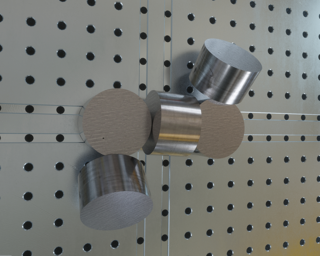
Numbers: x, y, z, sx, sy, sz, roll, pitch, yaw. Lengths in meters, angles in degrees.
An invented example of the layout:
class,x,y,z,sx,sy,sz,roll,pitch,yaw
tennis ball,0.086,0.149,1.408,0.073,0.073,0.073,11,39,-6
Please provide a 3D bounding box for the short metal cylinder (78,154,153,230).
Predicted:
class,x,y,z,sx,sy,sz,roll,pitch,yaw
short metal cylinder,-0.052,0.076,0.359,0.081,0.050,0.080,-10,137,-9

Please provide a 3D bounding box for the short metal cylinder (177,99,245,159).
class,x,y,z,sx,sy,sz,roll,pitch,yaw
short metal cylinder,0.067,0.000,0.425,0.081,0.050,0.079,0,90,-21

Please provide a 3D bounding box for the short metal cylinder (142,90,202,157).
class,x,y,z,sx,sy,sz,roll,pitch,yaw
short metal cylinder,0.011,-0.005,0.388,0.050,0.080,0.080,5,88,-20

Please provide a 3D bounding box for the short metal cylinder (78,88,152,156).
class,x,y,z,sx,sy,sz,roll,pitch,yaw
short metal cylinder,-0.056,-0.006,0.378,0.081,0.050,0.079,0,90,-21

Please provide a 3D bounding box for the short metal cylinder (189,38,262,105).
class,x,y,z,sx,sy,sz,roll,pitch,yaw
short metal cylinder,0.085,-0.075,0.409,0.081,0.080,0.050,9,129,-20
